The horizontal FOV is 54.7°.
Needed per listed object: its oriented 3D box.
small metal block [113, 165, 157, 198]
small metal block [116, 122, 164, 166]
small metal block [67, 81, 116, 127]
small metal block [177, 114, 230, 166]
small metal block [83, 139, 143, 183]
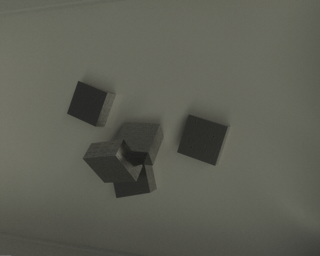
[{"bbox_3d":[-0.037,0.065,0.422,0.050,0.025,0.050,-13,86,19],"label":"small metal block"},{"bbox_3d":[-0.028,0.019,0.404,0.050,0.050,0.025,4,135,19],"label":"small metal block"},{"bbox_3d":[-0.098,-0.034,0.444,0.050,0.025,0.050,23,98,18],"label":"small metal block"},{"bbox_3d":[0.055,0.014,0.391,0.050,0.025,0.050,19,96,18],"label":"small metal block"},{"bbox_3d":[-0.058,0.042,0.384,0.050,0.025,0.050,-8,132,29],"label":"small metal block"}]
